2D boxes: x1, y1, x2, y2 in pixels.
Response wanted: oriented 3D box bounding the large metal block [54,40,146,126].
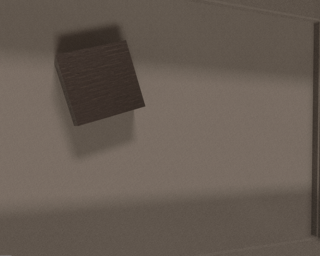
[{"bbox_3d":[-0.073,-0.052,0.371,0.081,0.050,0.080,-18,96,-19],"label":"large metal block"}]
